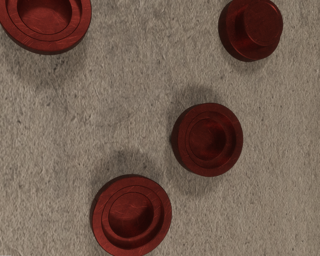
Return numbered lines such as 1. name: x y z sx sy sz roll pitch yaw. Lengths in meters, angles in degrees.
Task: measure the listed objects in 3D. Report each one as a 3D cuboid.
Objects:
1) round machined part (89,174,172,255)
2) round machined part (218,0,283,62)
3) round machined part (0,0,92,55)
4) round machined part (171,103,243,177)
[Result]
1. round machined part: -0.038 0.106 0.387 0.099 0.042 0.097 0 90 -21
2. round machined part: 0.139 -0.149 0.453 0.099 0.042 0.097 0 90 -21
3. round machined part: -0.131 -0.131 0.352 0.099 0.042 0.097 0 90 -21
4. round machined part: 0.061 0.015 0.424 0.099 0.042 0.097 0 90 -21
